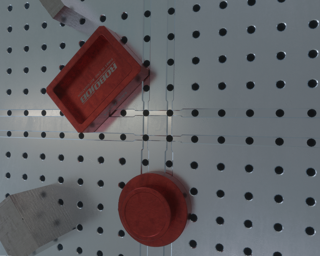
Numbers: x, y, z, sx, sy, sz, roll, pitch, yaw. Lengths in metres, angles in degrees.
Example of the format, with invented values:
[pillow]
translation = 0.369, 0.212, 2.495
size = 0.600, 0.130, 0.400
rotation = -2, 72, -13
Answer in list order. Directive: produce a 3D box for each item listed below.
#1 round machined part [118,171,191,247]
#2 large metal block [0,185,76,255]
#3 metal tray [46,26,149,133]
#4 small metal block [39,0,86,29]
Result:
[round machined part]
translation = -0.012, 0.108, 0.408
size = 0.098, 0.042, 0.097
rotation = 0, 90, 20
[large metal block]
translation = -0.183, 0.136, 0.448
size = 0.050, 0.080, 0.080
rotation = -39, 78, 16
[metal tray]
translation = -0.091, -0.066, 0.441
size = 0.130, 0.030, 0.090
rotation = -44, 77, 14
[small metal block]
translation = -0.144, -0.178, 0.450
size = 0.025, 0.050, 0.050
rotation = -41, 77, 16
